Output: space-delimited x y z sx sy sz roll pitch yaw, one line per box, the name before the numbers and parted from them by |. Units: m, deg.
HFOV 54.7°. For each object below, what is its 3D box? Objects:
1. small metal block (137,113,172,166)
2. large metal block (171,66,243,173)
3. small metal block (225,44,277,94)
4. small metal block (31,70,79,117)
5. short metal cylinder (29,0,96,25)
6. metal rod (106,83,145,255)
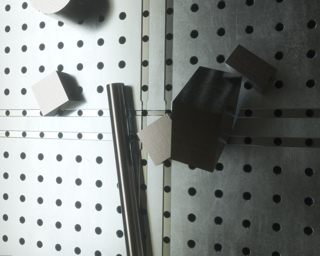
small metal block | 0.006 0.015 0.410 0.050 0.025 0.050 -34 80 16
large metal block | 0.052 -0.011 0.348 0.050 0.080 0.079 17 133 19
small metal block | 0.106 -0.067 0.361 0.050 0.050 0.025 39 100 15
small metal block | -0.158 -0.051 0.467 0.050 0.025 0.050 -28 81 17
short metal cylinder | -0.141 -0.197 0.447 0.080 0.050 0.079 0 90 19
metal rod | -0.044 0.087 0.426 0.025 0.025 0.298 -8 87 19
